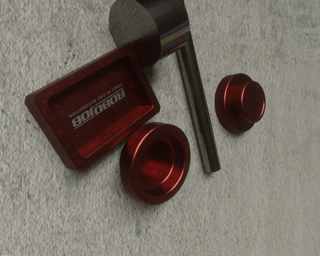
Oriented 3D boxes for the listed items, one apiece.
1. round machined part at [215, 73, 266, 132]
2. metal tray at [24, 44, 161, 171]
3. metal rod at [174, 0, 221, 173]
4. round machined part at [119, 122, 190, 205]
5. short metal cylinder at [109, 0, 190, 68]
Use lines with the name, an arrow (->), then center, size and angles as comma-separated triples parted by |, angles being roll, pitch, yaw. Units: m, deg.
round machined part -> 0.139, -0.042, 0.513 | 0.099, 0.042, 0.097 | 0, 90, -40
metal tray -> -0.067, -0.026, 0.346 | 0.131, 0.030, 0.090 | -39, 114, -33
metal rod -> 0.045, -0.078, 0.444 | 0.025, 0.025, 0.298 | -24, 105, -38
round machined part -> -0.010, 0.040, 0.381 | 0.099, 0.042, 0.097 | -11, 106, -43
short metal cylinder -> -0.013, -0.117, 0.360 | 0.050, 0.080, 0.080 | -39, 114, -33
